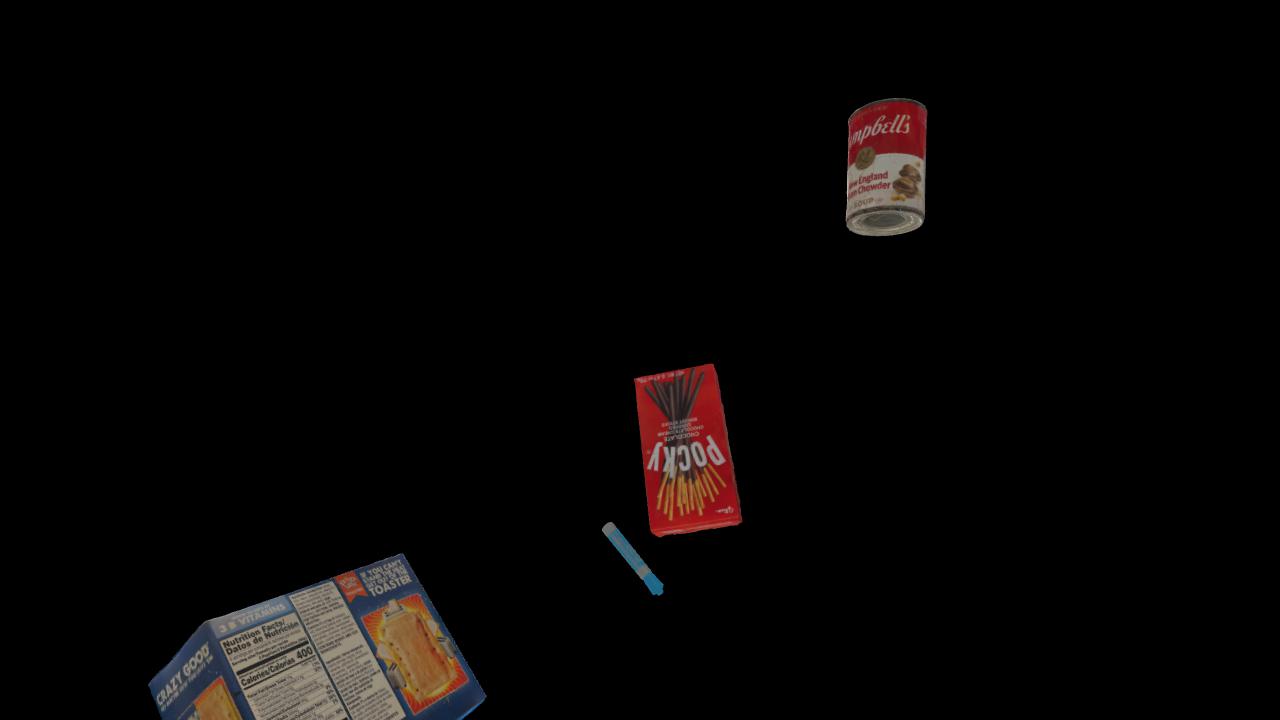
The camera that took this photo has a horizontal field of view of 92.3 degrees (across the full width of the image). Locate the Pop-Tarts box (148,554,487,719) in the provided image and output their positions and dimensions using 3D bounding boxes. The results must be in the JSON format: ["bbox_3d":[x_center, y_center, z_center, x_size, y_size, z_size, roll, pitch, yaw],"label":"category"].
[{"bbox_3d":[-0.221,0.240,0.444,0.083,0.141,0.167,-43,-16,15],"label":"Pop-Tarts box"}]

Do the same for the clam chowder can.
[{"bbox_3d":[0.222,-0.170,0.554,0.068,0.102,0.068,4,-7,0],"label":"clam chowder can"}]

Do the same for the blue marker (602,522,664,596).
[{"bbox_3d":[-0.009,0.267,0.826,0.020,0.020,0.121,0,34,-47],"label":"blue marker"}]

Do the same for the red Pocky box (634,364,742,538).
[{"bbox_3d":[0.043,0.082,0.582,0.083,0.155,0.028,-11,-27,9],"label":"red Pocky box"}]
